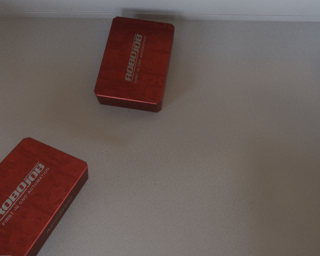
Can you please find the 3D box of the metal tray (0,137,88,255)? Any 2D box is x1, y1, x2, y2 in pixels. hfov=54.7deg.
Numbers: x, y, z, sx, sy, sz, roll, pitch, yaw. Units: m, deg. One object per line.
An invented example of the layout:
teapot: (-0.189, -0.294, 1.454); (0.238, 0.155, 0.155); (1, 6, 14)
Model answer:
metal tray: (-0.153, 0.079, 0.352); (0.090, 0.030, 0.130); (23, 50, 8)

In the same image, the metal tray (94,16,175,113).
metal tray: (-0.033, -0.092, 0.440); (0.091, 0.030, 0.130); (9, 70, 3)
